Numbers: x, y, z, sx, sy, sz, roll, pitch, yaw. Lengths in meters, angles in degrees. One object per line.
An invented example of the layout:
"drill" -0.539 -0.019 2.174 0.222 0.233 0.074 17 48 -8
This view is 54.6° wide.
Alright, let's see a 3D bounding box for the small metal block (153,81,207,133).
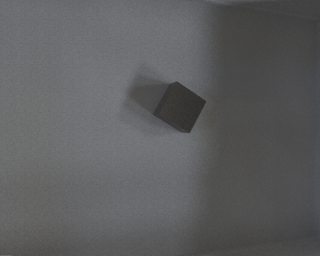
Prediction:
"small metal block" 0.027 -0.027 0.420 0.050 0.025 0.050 32 80 -17
